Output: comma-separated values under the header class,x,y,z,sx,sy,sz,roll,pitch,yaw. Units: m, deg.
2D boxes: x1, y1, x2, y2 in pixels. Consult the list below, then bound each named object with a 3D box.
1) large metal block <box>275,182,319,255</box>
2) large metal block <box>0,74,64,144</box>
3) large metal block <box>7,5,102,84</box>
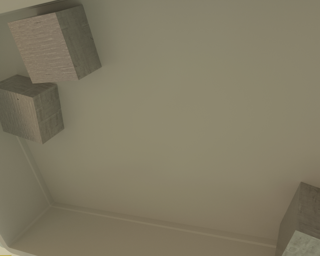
class,x,y,z,sx,sy,sz,roll,pitch,yaw
large metal block,0.173,0.124,0.359,0.050,0.080,0.079,19,126,17
large metal block,-0.203,-0.030,0.481,0.080,0.050,0.079,15,125,19
large metal block,-0.133,-0.106,0.397,0.080,0.050,0.080,1,119,28
